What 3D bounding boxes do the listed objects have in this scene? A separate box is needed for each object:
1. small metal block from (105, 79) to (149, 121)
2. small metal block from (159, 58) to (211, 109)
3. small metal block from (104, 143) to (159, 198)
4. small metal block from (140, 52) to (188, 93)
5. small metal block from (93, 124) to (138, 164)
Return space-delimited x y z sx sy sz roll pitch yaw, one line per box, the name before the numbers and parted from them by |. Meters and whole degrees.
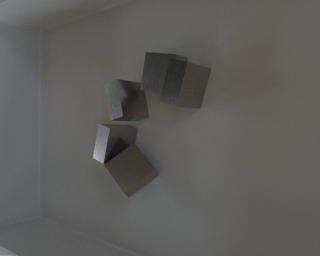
small metal block | -0.045 -0.037 0.425 0.025 0.050 0.050 -16 80 39
small metal block | 0.031 -0.051 0.364 0.025 0.050 0.050 23 104 37
small metal block | -0.038 0.057 0.419 0.050 0.025 0.050 -36 62 -9
small metal block | 0.005 -0.070 0.401 0.050 0.025 0.050 15 100 38
small metal block | -0.063 0.021 0.439 0.025 0.050 0.050 20 103 41
